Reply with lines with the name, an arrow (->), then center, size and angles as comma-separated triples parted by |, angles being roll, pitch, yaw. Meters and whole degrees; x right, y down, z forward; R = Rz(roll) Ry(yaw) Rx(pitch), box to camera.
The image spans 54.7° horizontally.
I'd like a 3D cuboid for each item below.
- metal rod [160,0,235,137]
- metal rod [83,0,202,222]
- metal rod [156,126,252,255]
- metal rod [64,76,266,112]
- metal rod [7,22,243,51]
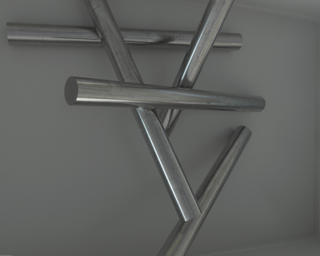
metal rod -> 0.057, -0.117, 0.348 | 0.025, 0.025, 0.298 | 14, 118, -20
metal rod -> -0.027, -0.041, 0.349 | 0.025, 0.025, 0.299 | -22, 82, -19
metal rod -> 0.046, 0.094, 0.363 | 0.025, 0.025, 0.301 | 52, 50, -13
metal rod -> 0.036, -0.034, 0.364 | 0.302, 0.025, 0.025 | -1, 91, -43
metal rod -> -0.029, -0.116, 0.399 | 0.303, 0.025, 0.025 | -4, 92, -20
